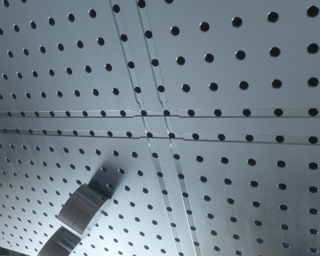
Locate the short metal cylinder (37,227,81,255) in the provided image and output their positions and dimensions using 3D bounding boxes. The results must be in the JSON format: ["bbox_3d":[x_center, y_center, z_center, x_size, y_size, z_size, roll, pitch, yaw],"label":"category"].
[{"bbox_3d":[-0.207,0.250,0.640,0.050,0.080,0.079,36,129,4],"label":"short metal cylinder"}]

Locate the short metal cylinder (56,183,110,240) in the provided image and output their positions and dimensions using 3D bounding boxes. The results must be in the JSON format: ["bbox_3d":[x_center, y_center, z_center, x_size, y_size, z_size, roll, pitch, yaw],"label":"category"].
[{"bbox_3d":[-0.131,0.142,0.533,0.050,0.080,0.079,32,129,7],"label":"short metal cylinder"}]
